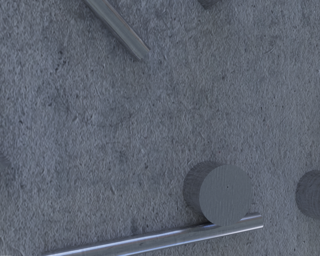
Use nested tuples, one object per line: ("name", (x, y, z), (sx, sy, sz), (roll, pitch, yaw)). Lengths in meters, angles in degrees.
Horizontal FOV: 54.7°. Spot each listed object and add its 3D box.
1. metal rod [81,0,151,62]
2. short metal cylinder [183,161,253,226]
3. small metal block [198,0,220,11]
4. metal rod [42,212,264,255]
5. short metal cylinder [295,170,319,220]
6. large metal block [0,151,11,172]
("metal rod", (-0.121, -0.200, 0.364), (0.300, 0.025, 0.025), (47, 76, -14))
("short metal cylinder", (0.078, 0.087, 0.425), (0.081, 0.050, 0.080), (0, 90, -20))
("small metal block", (0.083, -0.196, 0.426), (0.025, 0.050, 0.050), (46, 76, -15))
("metal rod", (0.005, 0.147, 0.411), (0.303, 0.025, 0.025), (-4, 92, -20))
("short metal cylinder", (0.267, 0.110, 0.495), (0.081, 0.050, 0.080), (0, 90, -20))
("large metal block", (-0.217, 0.034, 0.316), (0.080, 0.050, 0.080), (-40, 103, -16))
